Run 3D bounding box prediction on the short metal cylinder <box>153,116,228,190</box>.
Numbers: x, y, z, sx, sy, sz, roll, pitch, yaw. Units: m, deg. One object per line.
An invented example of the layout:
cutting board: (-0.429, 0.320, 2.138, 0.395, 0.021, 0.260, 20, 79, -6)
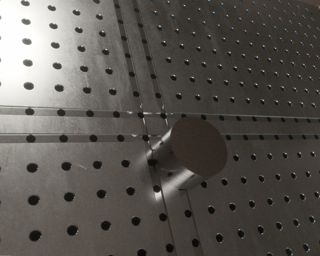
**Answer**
short metal cylinder: (0.038, 0.032, 0.395, 0.081, 0.050, 0.080, 14, 56, -21)
